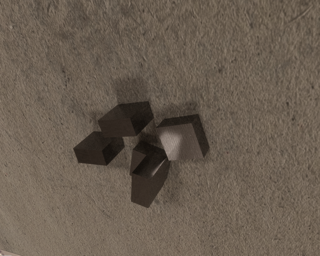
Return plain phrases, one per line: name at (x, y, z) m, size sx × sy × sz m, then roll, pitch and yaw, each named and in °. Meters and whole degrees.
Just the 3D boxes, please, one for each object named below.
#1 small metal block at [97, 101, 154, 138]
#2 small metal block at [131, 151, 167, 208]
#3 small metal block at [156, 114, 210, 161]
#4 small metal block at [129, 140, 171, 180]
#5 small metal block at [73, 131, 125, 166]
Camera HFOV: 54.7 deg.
small metal block at (-0.044, -0.011, 0.405) m, size 0.050 × 0.050 × 0.025 m, roll -3°, pitch 117°, yaw 29°
small metal block at (-0.014, 0.067, 0.406) m, size 0.025 × 0.050 × 0.050 m, roll 17°, pitch 125°, yaw 18°
small metal block at (0.030, 0.013, 0.398) m, size 0.050 × 0.025 × 0.050 m, roll -8°, pitch 115°, yaw 31°
small metal block at (-0.014, 0.052, 0.445) m, size 0.050 × 0.025 × 0.050 m, roll 21°, pitch 126°, yaw 15°
small metal block at (-0.088, 0.029, 0.453) m, size 0.050 × 0.050 × 0.025 m, roll 2°, pitch 119°, yaw 27°
